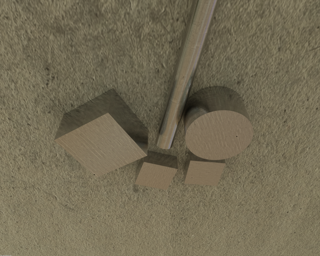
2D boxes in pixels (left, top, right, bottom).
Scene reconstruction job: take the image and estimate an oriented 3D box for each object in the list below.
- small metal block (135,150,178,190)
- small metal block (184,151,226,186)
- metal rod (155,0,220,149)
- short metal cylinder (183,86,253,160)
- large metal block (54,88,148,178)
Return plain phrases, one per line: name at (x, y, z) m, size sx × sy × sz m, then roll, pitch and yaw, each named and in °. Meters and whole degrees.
small metal block at (-0.006, 0.063, 0.461) m, size 0.050 × 0.025 × 0.050 m, roll 13°, pitch 129°, yaw -12°
small metal block at (0.064, 0.058, 0.458) m, size 0.050 × 0.025 × 0.050 m, roll 5°, pitch 130°, yaw -5°
metal rod at (0.036, -0.091, 0.330) m, size 0.025 × 0.025 × 0.298 m, roll 9°, pitch 130°, yaw -8°
short metal cylinder at (0.070, -0.006, 0.387) m, size 0.081 × 0.050 × 0.079 m, roll 0°, pitch 130°, yaw 0°
large metal block at (-0.071, 0.008, 0.397) m, size 0.080 × 0.050 × 0.080 m, roll -25°, pitch 126°, yaw 19°
